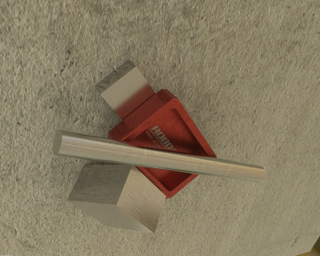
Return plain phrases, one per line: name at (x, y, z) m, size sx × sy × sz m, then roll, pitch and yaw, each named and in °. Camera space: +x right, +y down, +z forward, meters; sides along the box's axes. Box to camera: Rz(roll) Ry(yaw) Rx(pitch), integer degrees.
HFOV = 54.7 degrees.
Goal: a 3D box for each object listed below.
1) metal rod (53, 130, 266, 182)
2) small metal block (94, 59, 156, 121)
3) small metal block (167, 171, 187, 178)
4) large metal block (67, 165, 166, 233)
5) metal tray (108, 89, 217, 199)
metal rod at (0.025, 0.041, 0.378) m, size 0.302 × 0.025 × 0.025 m, roll 13°, pitch 112°, yaw -34°
small metal block at (-0.039, -0.043, 0.362) m, size 0.050 × 0.025 × 0.050 m, roll -39°, pitch 130°, yaw -2°
small metal block at (0.033, 0.053, 0.461) m, size 0.050 × 0.025 × 0.050 m, roll -44°, pitch 130°, yaw 2°
large metal block at (-0.052, 0.088, 0.389) m, size 0.080 × 0.080 × 0.050 m, roll 51°, pitch 47°, yaw -40°
metal tray at (0.008, 0.025, 0.393) m, size 0.090 × 0.030 × 0.130 m, roll -40°, pitch 130°, yaw -2°
